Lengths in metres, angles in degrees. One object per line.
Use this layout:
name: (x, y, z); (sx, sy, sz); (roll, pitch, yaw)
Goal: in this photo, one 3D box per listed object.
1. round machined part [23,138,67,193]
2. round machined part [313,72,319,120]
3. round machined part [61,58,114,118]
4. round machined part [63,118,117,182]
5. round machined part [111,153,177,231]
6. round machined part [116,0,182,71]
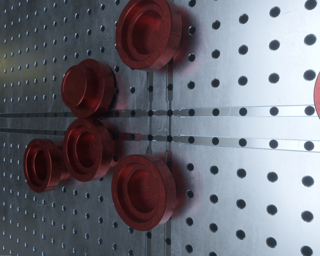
round machined part: (-0.208, 0.068, 0.572); (0.098, 0.042, 0.097); (0, 90, 40)
round machined part: (0.178, -0.030, 0.252); (0.098, 0.042, 0.097); (0, 90, 40)
round machined part: (-0.121, -0.063, 0.495); (0.098, 0.042, 0.098); (-5, 82, 41)
round machined part: (-0.107, 0.033, 0.488); (0.098, 0.042, 0.097); (0, 90, 40)
round machined part: (-0.017, 0.082, 0.413); (0.098, 0.042, 0.097); (0, 90, 40)
round machined part: (-0.010, -0.123, 0.408); (0.098, 0.042, 0.097); (0, 90, 40)
